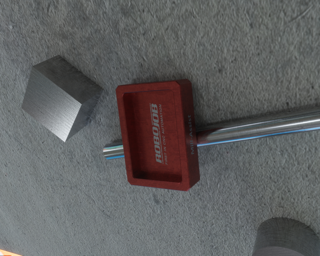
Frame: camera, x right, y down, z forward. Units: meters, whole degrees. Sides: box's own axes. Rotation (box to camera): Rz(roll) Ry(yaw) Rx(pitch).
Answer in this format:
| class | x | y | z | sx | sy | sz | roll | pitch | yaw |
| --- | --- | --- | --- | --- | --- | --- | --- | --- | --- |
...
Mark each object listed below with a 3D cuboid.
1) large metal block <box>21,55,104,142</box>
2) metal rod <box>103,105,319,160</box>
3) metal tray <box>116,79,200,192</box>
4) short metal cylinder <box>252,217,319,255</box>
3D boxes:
| class | x | y | z | sx | sy | sz | roll | pitch | yaw |
| --- | --- | --- | --- | --- | --- | --- | --- | --- | --- |
| large metal block | -0.138 | -0.041 | 0.436 | 0.080 | 0.050 | 0.080 | 38 | 129 | 2 |
| metal rod | 0.048 | 0.012 | 0.387 | 0.300 | 0.025 | 0.025 | -11 | 113 | 32 |
| metal tray | -0.003 | 0.008 | 0.382 | 0.090 | 0.030 | 0.129 | 0 | 102 | 31 |
| short metal cylinder | 0.165 | 0.165 | 0.406 | 0.080 | 0.050 | 0.079 | 13 | 124 | 20 |
